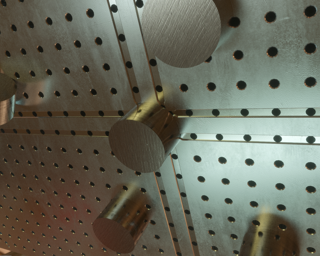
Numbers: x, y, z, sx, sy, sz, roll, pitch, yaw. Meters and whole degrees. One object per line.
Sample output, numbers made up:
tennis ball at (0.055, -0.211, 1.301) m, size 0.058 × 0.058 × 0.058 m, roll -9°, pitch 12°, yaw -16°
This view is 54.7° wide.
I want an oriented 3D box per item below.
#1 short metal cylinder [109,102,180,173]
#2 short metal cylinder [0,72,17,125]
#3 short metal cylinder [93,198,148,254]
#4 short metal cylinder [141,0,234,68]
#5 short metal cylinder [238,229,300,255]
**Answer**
short metal cylinder at (-0.020, 0.013, 0.412) m, size 0.080 × 0.050 × 0.079 m, roll 13°, pitch 124°, yaw 20°
short metal cylinder at (-0.271, -0.047, 0.486) m, size 0.080 × 0.080 × 0.050 m, roll 32°, pitch 128°, yaw 7°
short metal cylinder at (-0.067, 0.167, 0.532) m, size 0.080 × 0.050 × 0.079 m, roll 13°, pitch 124°, yaw 20°
short metal cylinder at (0.029, -0.107, 0.313) m, size 0.080 × 0.050 × 0.079 m, roll 13°, pitch 124°, yaw 20°
short metal cylinder at (0.150, 0.189, 0.432) m, size 0.080 × 0.050 × 0.079 m, roll 13°, pitch 124°, yaw 20°
